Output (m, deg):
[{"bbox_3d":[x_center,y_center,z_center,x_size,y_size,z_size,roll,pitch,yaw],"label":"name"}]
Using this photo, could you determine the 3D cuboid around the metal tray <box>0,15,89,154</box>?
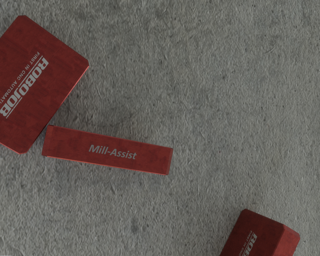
[{"bbox_3d":[-0.154,-0.047,0.349,0.090,0.030,0.130,36,78,-17],"label":"metal tray"}]

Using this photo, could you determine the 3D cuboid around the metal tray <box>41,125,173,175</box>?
[{"bbox_3d":[-0.062,0.024,0.351,0.131,0.090,0.030,12,86,-20],"label":"metal tray"}]

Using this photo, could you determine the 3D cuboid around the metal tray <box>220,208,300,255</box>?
[{"bbox_3d":[0.121,0.183,0.419,0.030,0.090,0.130,33,79,-17],"label":"metal tray"}]
